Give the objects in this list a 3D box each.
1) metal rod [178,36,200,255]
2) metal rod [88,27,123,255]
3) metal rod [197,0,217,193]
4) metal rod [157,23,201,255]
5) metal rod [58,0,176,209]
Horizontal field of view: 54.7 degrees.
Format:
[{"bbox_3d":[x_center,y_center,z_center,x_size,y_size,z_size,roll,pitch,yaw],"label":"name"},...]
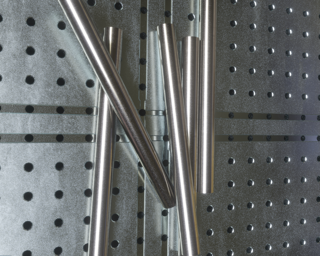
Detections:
[{"bbox_3d":[0.040,0.026,0.428,0.025,0.025,0.298,1,90,-20],"label":"metal rod"},{"bbox_3d":[-0.069,0.026,0.387,0.025,0.025,0.298,4,89,-20],"label":"metal rod"},{"bbox_3d":[0.066,-0.059,0.438,0.025,0.025,0.298,1,90,-20],"label":"metal rod"},{"bbox_3d":[0.024,0.012,0.407,0.025,0.025,0.298,-5,86,-20],"label":"metal rod"},{"bbox_3d":[-0.044,-0.027,0.372,0.025,0.025,0.299,-31,110,-18],"label":"metal rod"}]
